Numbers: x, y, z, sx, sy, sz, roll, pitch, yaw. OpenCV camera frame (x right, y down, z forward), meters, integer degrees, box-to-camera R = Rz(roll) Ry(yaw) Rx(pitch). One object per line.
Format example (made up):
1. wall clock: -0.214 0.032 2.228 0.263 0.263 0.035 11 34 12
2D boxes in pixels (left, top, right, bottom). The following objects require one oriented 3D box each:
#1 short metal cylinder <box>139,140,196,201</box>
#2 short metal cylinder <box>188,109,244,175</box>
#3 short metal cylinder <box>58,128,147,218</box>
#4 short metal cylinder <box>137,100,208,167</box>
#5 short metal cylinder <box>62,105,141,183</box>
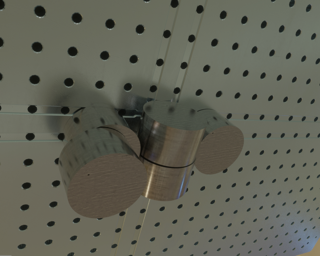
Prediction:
1. short metal cylinder: 0.002 0.050 0.407 0.081 0.080 0.050 -1 119 -28
2. short metal cylinder: 0.072 0.020 0.445 0.081 0.050 0.079 -14 124 -21
3. short metal cylinder: -0.060 0.047 0.324 0.081 0.050 0.079 -14 124 -21
4. short metal cylinder: 0.013 0.005 0.386 0.081 0.080 0.050 1 119 -29
5. short metal cylinder: -0.070 0.019 0.368 0.081 0.050 0.079 -14 124 -21
